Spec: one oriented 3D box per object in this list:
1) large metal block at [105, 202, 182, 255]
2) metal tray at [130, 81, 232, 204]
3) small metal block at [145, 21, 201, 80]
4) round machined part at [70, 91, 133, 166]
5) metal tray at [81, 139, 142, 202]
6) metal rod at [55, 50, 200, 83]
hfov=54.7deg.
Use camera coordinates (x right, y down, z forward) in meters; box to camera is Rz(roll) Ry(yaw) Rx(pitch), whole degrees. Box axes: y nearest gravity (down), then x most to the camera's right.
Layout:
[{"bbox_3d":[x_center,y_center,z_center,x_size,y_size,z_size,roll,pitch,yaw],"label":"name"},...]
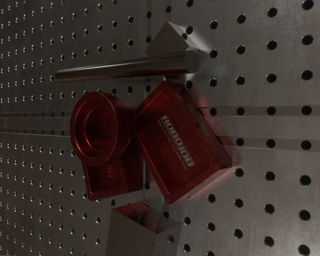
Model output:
[{"bbox_3d":[-0.024,0.154,0.411,0.080,0.050,0.079,15,100,38],"label":"large metal block"},{"bbox_3d":[0.018,0.017,0.389,0.090,0.030,0.130,-44,64,31],"label":"metal tray"},{"bbox_3d":[0.015,-0.098,0.395,0.050,0.025,0.050,-49,61,28],"label":"small metal block"},{"bbox_3d":[-0.075,0.001,0.418,0.098,0.042,0.097,0,90,39],"label":"round machined part"},{"bbox_3d":[-0.081,0.039,0.470,0.090,0.030,0.129,-21,77,37],"label":"metal tray"},{"bbox_3d":[-0.070,-0.082,0.443,0.300,0.025,0.025,5,94,46],"label":"metal rod"}]
